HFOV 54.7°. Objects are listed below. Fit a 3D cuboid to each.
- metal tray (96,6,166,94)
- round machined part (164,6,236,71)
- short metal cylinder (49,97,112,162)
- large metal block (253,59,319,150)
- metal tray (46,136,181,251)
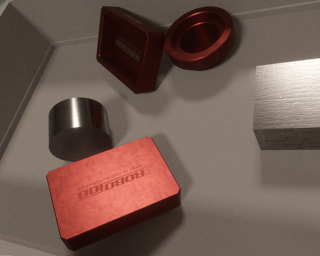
[{"bbox_3d":[-0.049,-0.119,0.464,0.030,0.089,0.130,-12,40,-36],"label":"metal tray"},{"bbox_3d":[0.059,-0.120,0.437,0.098,0.042,0.098,-13,56,20],"label":"round machined part"},{"bbox_3d":[-0.110,0.004,0.424,0.080,0.080,0.050,-25,53,12],"label":"short metal cylinder"},{"bbox_3d":[0.146,-0.023,0.327,0.080,0.050,0.080,-2,61,26],"label":"large metal block"},{"bbox_3d":[-0.053,0.069,0.354,0.131,0.030,0.090,-20,50,-14],"label":"metal tray"}]
